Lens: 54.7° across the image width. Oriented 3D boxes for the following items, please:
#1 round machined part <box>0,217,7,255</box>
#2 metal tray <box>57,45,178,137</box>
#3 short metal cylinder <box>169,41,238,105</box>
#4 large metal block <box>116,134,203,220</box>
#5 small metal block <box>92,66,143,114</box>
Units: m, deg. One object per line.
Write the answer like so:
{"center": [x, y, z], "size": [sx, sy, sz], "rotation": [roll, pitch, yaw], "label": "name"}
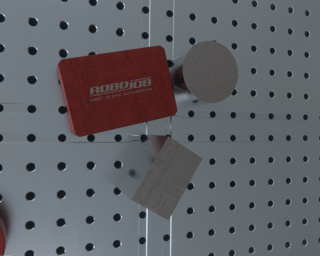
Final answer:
{"center": [-0.215, 0.122, 0.324], "size": [0.099, 0.042, 0.097], "rotation": [0, 90, -20], "label": "round machined part"}
{"center": [-0.051, -0.047, 0.383], "size": [0.131, 0.030, 0.089], "rotation": [-14, 95, -20], "label": "metal tray"}
{"center": [0.057, -0.072, 0.420], "size": [0.081, 0.050, 0.079], "rotation": [0, 90, -20], "label": "short metal cylinder"}
{"center": [-0.004, 0.056, 0.382], "size": [0.050, 0.080, 0.080], "rotation": [34, 79, -17], "label": "large metal block"}
{"center": [-0.056, -0.047, 0.392], "size": [0.050, 0.025, 0.050], "rotation": [-26, 99, -18], "label": "small metal block"}
